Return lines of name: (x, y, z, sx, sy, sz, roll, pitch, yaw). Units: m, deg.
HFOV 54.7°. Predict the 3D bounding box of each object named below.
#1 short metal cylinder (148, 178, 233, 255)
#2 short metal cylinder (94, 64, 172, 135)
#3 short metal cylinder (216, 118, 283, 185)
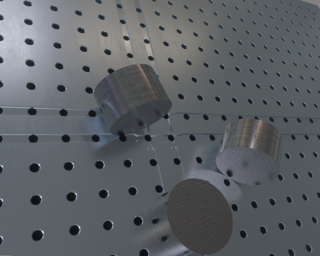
short metal cylinder: (0.033, 0.103, 0.347, 0.081, 0.050, 0.080, 14, 56, -21)
short metal cylinder: (-0.033, -0.033, 0.375, 0.081, 0.080, 0.050, -15, 70, -34)
short metal cylinder: (0.121, 0.033, 0.417, 0.080, 0.080, 0.050, 31, 52, -8)
